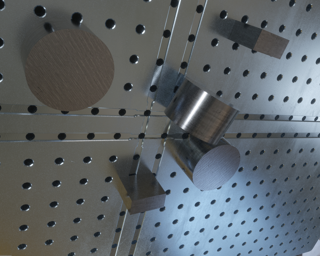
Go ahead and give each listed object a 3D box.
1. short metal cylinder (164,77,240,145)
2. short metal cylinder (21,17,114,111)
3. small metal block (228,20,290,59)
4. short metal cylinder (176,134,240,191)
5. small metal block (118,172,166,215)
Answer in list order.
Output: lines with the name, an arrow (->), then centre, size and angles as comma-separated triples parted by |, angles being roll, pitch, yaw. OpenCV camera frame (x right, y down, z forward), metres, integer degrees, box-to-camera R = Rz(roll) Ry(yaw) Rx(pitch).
short metal cylinder -> 0.053, -0.022, 0.391 | 0.080, 0.080, 0.050 | 21, 107, -36
short metal cylinder -> -0.091, -0.063, 0.306 | 0.081, 0.050, 0.079 | -14, 124, -21
small metal block -> 0.125, -0.112, 0.394 | 0.050, 0.050, 0.025 | 7, 115, -32
short metal cylinder -> 0.071, 0.046, 0.463 | 0.081, 0.050, 0.079 | -14, 124, -21
small metal block -> -0.026, 0.091, 0.437 | 0.050, 0.050, 0.025 | -6, 121, -25
